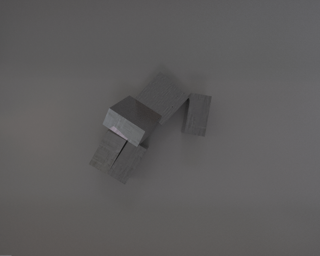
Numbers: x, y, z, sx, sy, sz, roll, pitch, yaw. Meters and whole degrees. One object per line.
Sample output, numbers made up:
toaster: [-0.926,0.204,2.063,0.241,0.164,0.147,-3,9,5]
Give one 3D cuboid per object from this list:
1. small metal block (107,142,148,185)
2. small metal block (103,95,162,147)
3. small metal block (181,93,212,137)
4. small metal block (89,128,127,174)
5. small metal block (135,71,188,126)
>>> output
small metal block: [-0.039,0.041,0.398,0.025,0.050,0.050,32,90,0]
small metal block: [-0.033,-0.010,0.381,0.050,0.050,0.025,33,122,7]
small metal block: [0.046,-0.016,0.399,0.025,0.050,0.050,10,90,-1]
small metal block: [-0.060,0.023,0.392,0.025,0.050,0.050,30,105,-3]
small metal block: [0.002,-0.038,0.411,0.050,0.025,0.050,42,90,0]
